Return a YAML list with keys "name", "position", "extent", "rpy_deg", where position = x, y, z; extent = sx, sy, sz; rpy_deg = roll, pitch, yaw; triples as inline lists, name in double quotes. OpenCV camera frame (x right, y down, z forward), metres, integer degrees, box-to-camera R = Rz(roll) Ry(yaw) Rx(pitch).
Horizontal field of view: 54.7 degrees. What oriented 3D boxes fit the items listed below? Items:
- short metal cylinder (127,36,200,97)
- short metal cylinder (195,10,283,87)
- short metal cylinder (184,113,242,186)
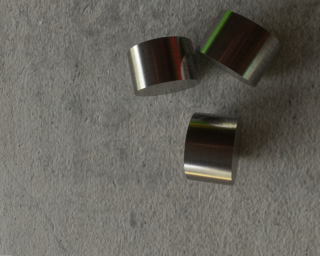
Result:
- name: "short metal cylinder"
  position: [0.004, -0.072, 0.378]
  extent: [0.080, 0.080, 0.050]
  rpy_deg: [-12, 86, 19]
- name: "short metal cylinder"
  position: [0.087, -0.088, 0.349]
  extent: [0.080, 0.080, 0.050]
  rpy_deg: [35, 101, 16]
- name: "short metal cylinder"
  position: [0.063, 0.023, 0.357]
  extent: [0.050, 0.080, 0.079]
  rpy_deg: [6, 92, 19]
